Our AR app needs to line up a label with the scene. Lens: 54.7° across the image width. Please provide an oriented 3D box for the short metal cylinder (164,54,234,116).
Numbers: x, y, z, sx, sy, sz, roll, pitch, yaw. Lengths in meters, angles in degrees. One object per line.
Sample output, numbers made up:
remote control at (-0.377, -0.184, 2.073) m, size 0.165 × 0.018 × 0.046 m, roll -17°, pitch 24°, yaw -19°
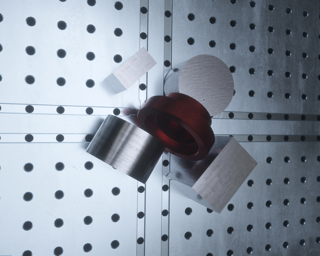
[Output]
short metal cylinder at (0.052, -0.055, 0.419) m, size 0.081 × 0.050 × 0.079 m, roll 0°, pitch 90°, yaw -21°

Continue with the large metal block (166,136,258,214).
large metal block at (0.066, 0.056, 0.410) m, size 0.050 × 0.080 × 0.080 m, roll 45°, pitch 76°, yaw -15°

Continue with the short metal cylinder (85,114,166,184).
short metal cylinder at (-0.040, 0.026, 0.369) m, size 0.080 × 0.080 × 0.050 m, roll 33°, pitch 79°, yaw -18°

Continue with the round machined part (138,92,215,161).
round machined part at (0.024, -0.006, 0.384) m, size 0.098 × 0.098 × 0.042 m, roll 43°, pitch 64°, yaw -16°

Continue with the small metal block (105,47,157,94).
small metal block at (-0.037, -0.071, 0.386) m, size 0.050 × 0.050 × 0.025 m, roll -44°, pitch 104°, yaw -15°
